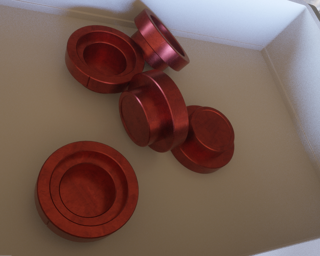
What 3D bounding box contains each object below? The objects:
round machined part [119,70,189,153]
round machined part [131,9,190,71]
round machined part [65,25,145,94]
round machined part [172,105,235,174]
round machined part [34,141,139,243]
[{"bbox_3d":[-0.014,-0.016,0.363,0.042,0.097,0.098,-21,73,-29],"label":"round machined part"},{"bbox_3d":[-0.004,-0.120,0.448,0.098,0.042,0.098,45,20,-21],"label":"round machined part"},{"bbox_3d":[-0.073,-0.084,0.405,0.099,0.042,0.098,12,55,-18],"label":"round machined part"},{"bbox_3d":[0.062,0.009,0.424,0.099,0.042,0.098,14,56,-21],"label":"round machined part"},{"bbox_3d":[-0.075,0.066,0.315,0.099,0.042,0.098,14,56,-21],"label":"round machined part"}]
